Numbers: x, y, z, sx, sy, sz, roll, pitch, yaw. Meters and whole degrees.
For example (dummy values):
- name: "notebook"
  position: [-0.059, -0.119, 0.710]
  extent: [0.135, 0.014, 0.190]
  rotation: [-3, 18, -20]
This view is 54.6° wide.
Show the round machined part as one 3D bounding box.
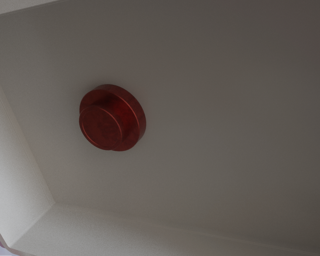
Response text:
- name: "round machined part"
  position: [-0.072, -0.008, 0.432]
  extent: [0.098, 0.042, 0.097]
  rotation: [13, 124, 21]
